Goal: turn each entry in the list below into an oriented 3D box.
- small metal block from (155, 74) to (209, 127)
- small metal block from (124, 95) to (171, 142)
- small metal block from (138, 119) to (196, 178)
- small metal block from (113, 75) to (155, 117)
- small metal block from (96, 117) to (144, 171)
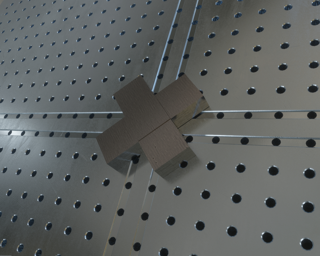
[{"bbox_3d":[0.029,-0.037,0.414,0.050,0.025,0.050,-35,51,4],"label":"small metal block"},{"bbox_3d":[-0.013,-0.008,0.417,0.050,0.025,0.050,-35,51,4],"label":"small metal block"},{"bbox_3d":[0.008,0.025,0.387,0.050,0.025,0.050,-35,51,4],"label":"small metal block"},{"bbox_3d":[-0.033,-0.041,0.449,0.050,0.025,0.050,-35,51,4],"label":"small metal block"},{"bbox_3d":[-0.053,0.021,0.421,0.050,0.025,0.050,-35,51,4],"label":"small metal block"}]
